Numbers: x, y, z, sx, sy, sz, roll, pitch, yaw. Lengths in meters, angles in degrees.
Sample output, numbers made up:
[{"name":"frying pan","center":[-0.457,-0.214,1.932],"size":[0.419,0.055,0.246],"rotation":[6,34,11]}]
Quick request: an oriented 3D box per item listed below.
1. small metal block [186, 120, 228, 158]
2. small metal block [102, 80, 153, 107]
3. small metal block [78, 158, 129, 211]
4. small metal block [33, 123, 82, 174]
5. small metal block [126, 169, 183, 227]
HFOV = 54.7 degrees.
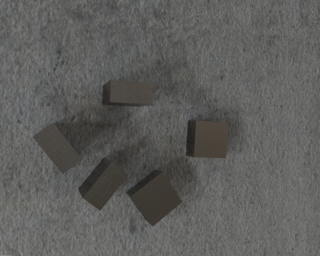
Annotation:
[{"name":"small metal block","center":[0.066,0.016,0.435],"size":[0.050,0.025,0.050],"rotation":[4,89,-20]},{"name":"small metal block","center":[-0.041,-0.041,0.381],"size":[0.050,0.050,0.025],"rotation":[2,90,-20]},{"name":"small metal block","center":[-0.069,0.065,0.371],"size":[0.025,0.050,0.050],"rotation":[42,77,-16]},{"name":"small metal block","center":[-0.117,0.022,0.353],"size":[0.025,0.050,0.050],"rotation":[-38,103,-16]},{"name":"small metal block","center":[-0.007,0.091,0.407],"size":[0.050,0.025,0.050],"rotation":[-36,102,-17]}]
